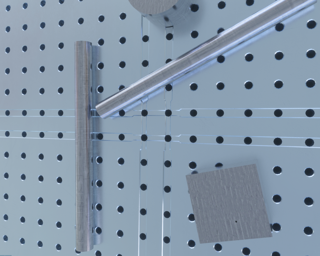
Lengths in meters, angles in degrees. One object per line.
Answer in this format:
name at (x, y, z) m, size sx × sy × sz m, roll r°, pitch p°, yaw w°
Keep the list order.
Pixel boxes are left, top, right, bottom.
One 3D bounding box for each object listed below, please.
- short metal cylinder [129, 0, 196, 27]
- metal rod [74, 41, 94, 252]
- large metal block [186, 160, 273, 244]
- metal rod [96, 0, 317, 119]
short metal cylinder at (0.003, -0.178, 0.398) m, size 0.080 × 0.050 × 0.079 m, roll 0°, pitch 90°, yaw 19°
metal rod at (-0.110, 0.026, 0.450) m, size 0.025 × 0.025 × 0.298 m, roll 0°, pitch 90°, yaw 19°
large metal block at (0.083, 0.086, 0.370) m, size 0.080 × 0.050 × 0.080 m, roll -13°, pitch 86°, yaw 19°
metal rod at (0.044, -0.089, 0.396) m, size 0.300 × 0.025 × 0.025 m, roll -27°, pitch 81°, yaw 17°
